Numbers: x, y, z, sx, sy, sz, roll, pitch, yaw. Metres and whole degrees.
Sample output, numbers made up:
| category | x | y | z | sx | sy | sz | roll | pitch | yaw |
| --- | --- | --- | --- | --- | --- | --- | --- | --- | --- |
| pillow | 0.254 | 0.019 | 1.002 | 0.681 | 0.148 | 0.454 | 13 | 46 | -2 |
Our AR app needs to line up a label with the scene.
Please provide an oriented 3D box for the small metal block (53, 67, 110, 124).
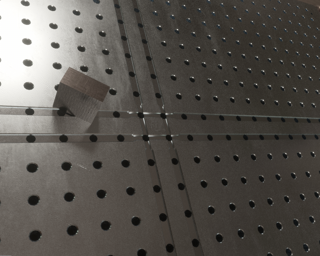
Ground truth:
| category | x | y | z | sx | sy | sz | roll | pitch | yaw |
| --- | --- | --- | --- | --- | --- | --- | --- | --- | --- |
| small metal block | -0.093 | -0.037 | 0.365 | 0.050 | 0.050 | 0.025 | 26 | 53 | -13 |
